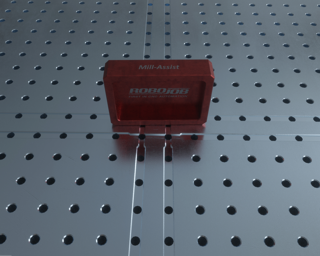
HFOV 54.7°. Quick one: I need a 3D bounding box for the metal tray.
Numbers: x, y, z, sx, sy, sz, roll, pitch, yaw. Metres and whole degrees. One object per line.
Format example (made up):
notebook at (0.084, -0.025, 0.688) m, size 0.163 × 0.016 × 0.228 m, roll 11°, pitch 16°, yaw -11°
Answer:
metal tray at (-0.001, -0.044, 0.402) m, size 0.131 × 0.089 × 0.030 m, roll -1°, pitch 50°, yaw -1°
